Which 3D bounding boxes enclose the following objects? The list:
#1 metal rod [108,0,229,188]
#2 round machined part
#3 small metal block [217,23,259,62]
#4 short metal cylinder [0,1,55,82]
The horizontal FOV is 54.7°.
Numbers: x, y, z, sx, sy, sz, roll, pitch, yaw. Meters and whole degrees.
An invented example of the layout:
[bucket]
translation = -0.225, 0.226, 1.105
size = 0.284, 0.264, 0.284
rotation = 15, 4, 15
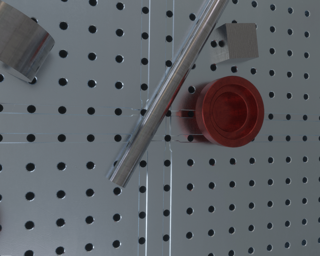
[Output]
[metal rod]
translation = 0.016, -0.059, 0.418
size = 0.025, 0.025, 0.300
rotation = 32, 79, -17
[round machined part]
translation = 0.094, -0.022, 0.439
size = 0.099, 0.042, 0.097
rotation = 0, 90, -20
[small metal block]
translation = 0.114, -0.125, 0.455
size = 0.050, 0.025, 0.050
rotation = -7, 93, -20
[short metal cylinder]
translation = -0.160, -0.090, 0.324
size = 0.080, 0.080, 0.050
rotation = 30, 80, -18
